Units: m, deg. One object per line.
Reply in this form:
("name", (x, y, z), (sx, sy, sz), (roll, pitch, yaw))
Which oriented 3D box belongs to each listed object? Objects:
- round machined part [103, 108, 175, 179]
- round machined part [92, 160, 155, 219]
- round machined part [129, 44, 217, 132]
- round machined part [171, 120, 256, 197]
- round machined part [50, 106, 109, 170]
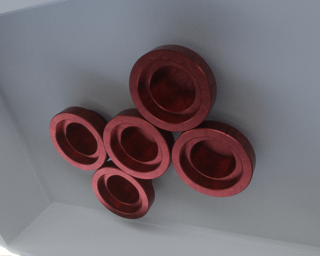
("round machined part", (-0.023, 0.017, 0.416), (0.098, 0.042, 0.097), (13, 124, 21))
("round machined part", (-0.052, 0.088, 0.476), (0.098, 0.042, 0.097), (13, 124, 21))
("round machined part", (0.018, -0.048, 0.356), (0.098, 0.042, 0.097), (13, 124, 21))
("round machined part", (0.067, 0.033, 0.379), (0.098, 0.042, 0.097), (13, 124, 21))
("round machined part", (-0.111, 0.011, 0.460), (0.098, 0.042, 0.097), (13, 124, 21))
